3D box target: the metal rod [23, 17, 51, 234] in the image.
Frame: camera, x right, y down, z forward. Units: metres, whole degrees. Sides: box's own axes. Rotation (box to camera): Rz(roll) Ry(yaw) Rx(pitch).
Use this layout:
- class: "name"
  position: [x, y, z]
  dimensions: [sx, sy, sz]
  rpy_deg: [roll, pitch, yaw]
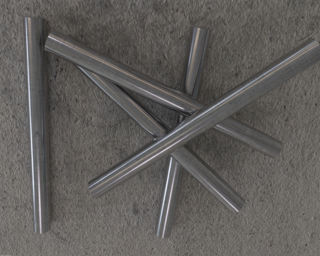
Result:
- class: "metal rod"
  position: [-0.161, 0.010, 0.412]
  dimensions: [0.025, 0.025, 0.298]
  rpy_deg: [5, 110, -2]

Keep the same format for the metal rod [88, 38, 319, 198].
- class: "metal rod"
  position: [0.040, -0.003, 0.354]
  dimensions: [0.300, 0.025, 0.025]
  rpy_deg: [-33, 107, 14]

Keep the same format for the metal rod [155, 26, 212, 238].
- class: "metal rod"
  position: [0.026, 0.020, 0.417]
  dimensions: [0.025, 0.025, 0.298]
  rpy_deg: [8, 110, -3]

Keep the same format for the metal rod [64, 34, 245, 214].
- class: "metal rod"
  position: [-0.007, -0.001, 0.387]
  dimensions: [0.300, 0.025, 0.025]
  rpy_deg: [43, 105, -6]

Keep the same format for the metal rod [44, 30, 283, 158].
- class: "metal rod"
  position: [0.013, -0.035, 0.368]
  dimensions: [0.301, 0.025, 0.025]
  rpy_deg: [25, 108, -10]
